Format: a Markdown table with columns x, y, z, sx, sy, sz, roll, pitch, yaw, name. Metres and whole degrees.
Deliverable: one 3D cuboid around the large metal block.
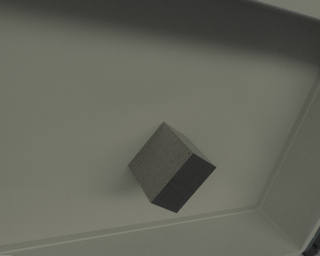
| x | y | z | sx | sy | sz | roll | pitch | yaw | name |
| --- | --- | --- | --- | --- | --- | --- | --- | --- | --- |
| 0.013 | 0.051 | 0.414 | 0.050 | 0.080 | 0.080 | 33 | 100 | -39 | large metal block |
